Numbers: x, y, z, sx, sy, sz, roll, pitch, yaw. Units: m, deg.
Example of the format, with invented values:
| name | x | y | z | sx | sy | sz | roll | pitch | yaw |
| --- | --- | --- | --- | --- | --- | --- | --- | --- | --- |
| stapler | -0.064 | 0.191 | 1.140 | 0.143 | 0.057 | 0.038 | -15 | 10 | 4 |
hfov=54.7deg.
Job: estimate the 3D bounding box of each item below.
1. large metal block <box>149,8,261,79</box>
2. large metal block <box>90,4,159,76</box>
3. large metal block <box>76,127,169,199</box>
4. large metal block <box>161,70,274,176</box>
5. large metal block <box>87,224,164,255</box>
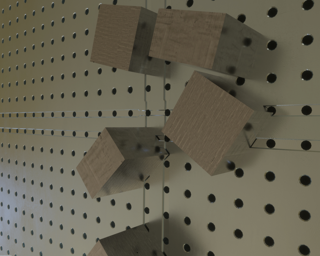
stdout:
| name | x | y | z | sx | sy | sz | roll | pitch | yaw |
| --- | --- | --- | --- | --- | --- | --- | --- | --- | --- |
| large metal block | 0.049 | -0.089 | 0.332 | 0.080 | 0.081 | 0.050 | 21 | 104 | 37 |
| large metal block | -0.045 | -0.122 | 0.428 | 0.080 | 0.050 | 0.079 | 21 | 103 | 37 |
| large metal block | -0.050 | 0.044 | 0.413 | 0.080 | 0.081 | 0.050 | -50 | 61 | 28 |
| large metal block | 0.061 | -0.006 | 0.342 | 0.080 | 0.050 | 0.079 | 42 | 115 | 31 |
| large metal block | -0.040 | 0.183 | 0.404 | 0.080 | 0.081 | 0.050 | 50 | 119 | 28 |
